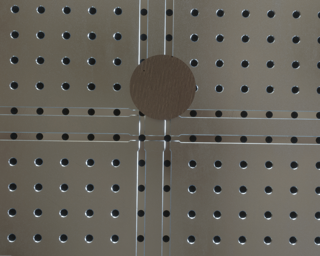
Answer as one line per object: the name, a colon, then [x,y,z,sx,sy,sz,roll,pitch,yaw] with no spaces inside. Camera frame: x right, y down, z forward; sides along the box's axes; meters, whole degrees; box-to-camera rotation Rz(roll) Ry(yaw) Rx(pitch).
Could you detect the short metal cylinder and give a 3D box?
short metal cylinder: [0.003,-0.050,0.401,0.081,0.050,0.079,0,90,-1]
